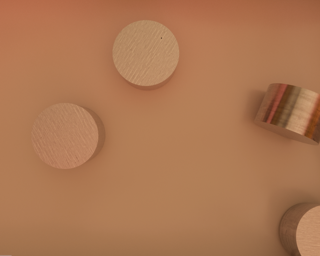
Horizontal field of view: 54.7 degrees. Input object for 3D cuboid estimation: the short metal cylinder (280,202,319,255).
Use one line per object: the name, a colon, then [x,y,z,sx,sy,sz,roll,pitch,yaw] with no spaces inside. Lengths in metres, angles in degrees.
short metal cylinder: [0.203,0.137,0.395,0.081,0.050,0.080,0,80,-1]

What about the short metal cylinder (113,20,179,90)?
short metal cylinder: [-0.017,-0.091,0.399,0.081,0.050,0.079,0,90,-1]

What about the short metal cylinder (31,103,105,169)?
short metal cylinder: [-0.115,0.009,0.397,0.081,0.050,0.079,0,90,-1]

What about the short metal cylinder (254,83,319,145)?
short metal cylinder: [0.166,-0.017,0.386,0.080,0.080,0.050,22,90,-1]
